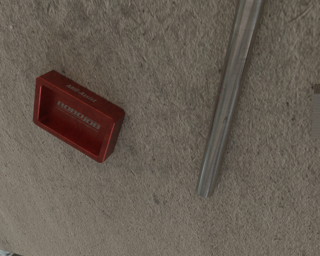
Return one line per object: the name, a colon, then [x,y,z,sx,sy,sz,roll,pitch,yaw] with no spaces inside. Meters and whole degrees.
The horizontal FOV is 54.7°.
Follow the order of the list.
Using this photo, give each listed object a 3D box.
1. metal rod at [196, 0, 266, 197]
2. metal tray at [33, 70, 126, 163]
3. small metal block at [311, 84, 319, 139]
metal rod: [0.076,-0.036,0.343,0.025,0.025,0.298,18,126,17]
metal tray: [-0.122,-0.016,0.455,0.130,0.030,0.089,29,128,9]
small metal block: [0.178,-0.015,0.304,0.050,0.025,0.050,3,120,26]
